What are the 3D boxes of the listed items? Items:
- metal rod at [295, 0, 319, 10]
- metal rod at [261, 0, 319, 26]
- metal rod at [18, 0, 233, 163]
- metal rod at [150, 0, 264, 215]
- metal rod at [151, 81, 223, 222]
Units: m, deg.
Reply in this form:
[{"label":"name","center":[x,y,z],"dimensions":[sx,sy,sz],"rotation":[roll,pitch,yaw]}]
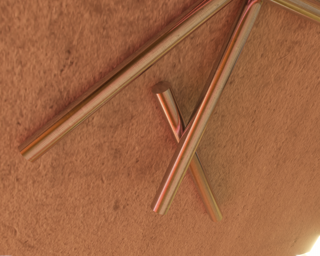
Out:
[{"label":"metal rod","center":[0.128,-0.179,0.367],"dimensions":[0.303,0.025,0.025],"rotation":[3,117,-30]},{"label":"metal rod","center":[0.126,-0.156,0.353],"dimensions":[0.302,0.025,0.025],"rotation":[4,116,-33]},{"label":"metal rod","center":[-0.032,-0.067,0.348],"dimensions":[0.300,0.025,0.025],"rotation":[-39,130,-2]},{"label":"metal rod","center":[0.057,-0.024,0.399],"dimensions":[0.025,0.025,0.298],"rotation":[17,102,-35]},{"label":"metal rod","center":[0.052,0.055,0.471],"dimensions":[0.025,0.025,0.299],"rotation":[-32,129,-8]}]
